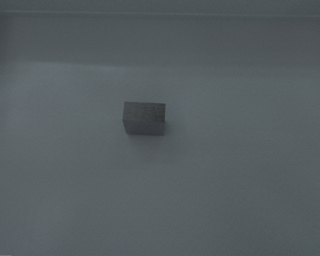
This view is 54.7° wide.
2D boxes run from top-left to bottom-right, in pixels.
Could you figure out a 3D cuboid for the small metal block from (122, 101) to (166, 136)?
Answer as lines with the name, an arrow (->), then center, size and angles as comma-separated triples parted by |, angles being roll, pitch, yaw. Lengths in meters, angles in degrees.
small metal block -> -0.019, -0.011, 0.396 | 0.050, 0.050, 0.025 | 3, 70, 1
